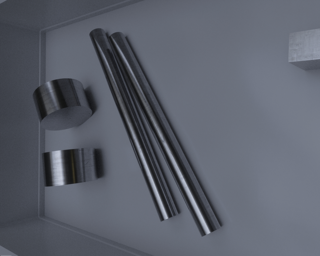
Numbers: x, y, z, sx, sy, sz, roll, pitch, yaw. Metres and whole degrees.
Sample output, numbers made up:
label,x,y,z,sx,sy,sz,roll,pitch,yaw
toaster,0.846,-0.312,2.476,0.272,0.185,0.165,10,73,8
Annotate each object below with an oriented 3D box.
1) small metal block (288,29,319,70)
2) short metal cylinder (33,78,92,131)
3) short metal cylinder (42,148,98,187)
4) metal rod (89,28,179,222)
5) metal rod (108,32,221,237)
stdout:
label,x,y,z,sx,sy,sz,roll,pitch,yaw
small metal block,0.146,-0.068,0.269,0.050,0.050,0.025,2,92,39
short metal cylinder,-0.156,-0.036,0.496,0.080,0.081,0.050,-35,69,34
short metal cylinder,-0.140,0.060,0.484,0.080,0.081,0.050,-11,83,39
metal rod,-0.043,-0.016,0.439,0.025,0.025,0.299,-35,69,34
metal rod,-0.003,-0.007,0.407,0.025,0.025,0.299,-39,66,33
